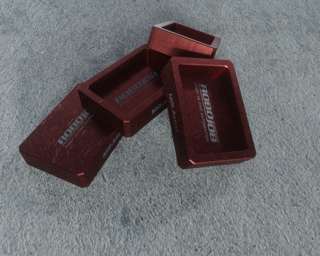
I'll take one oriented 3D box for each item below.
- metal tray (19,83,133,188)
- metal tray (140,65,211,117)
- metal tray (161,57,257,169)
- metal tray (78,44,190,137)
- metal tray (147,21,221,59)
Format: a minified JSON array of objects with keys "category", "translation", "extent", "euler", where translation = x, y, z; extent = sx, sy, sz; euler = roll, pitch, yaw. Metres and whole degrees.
[{"category":"metal tray","translation":[-0.099,0.003,0.397],"extent":[0.090,0.030,0.130],"euler":[19,52,15]},{"category":"metal tray","translation":[0.033,-0.070,0.460],"extent":[0.130,0.030,0.090],"euler":[21,53,16]},{"category":"metal tray","translation":[0.057,-0.020,0.375],"extent":[0.091,0.030,0.129],"euler":[-3,72,-24]},{"category":"metal tray","translation":[-0.028,-0.055,0.408],"extent":[0.090,0.030,0.131],"euler":[34,57,25]},{"category":"metal tray","translation":[0.041,-0.129,0.466],"extent":[0.090,0.030,0.130],"euler":[21,25,4]}]
